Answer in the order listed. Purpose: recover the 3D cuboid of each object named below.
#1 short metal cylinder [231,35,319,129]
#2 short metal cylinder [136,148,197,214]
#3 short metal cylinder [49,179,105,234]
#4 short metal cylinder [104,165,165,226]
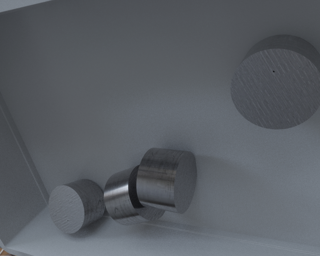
[{"bbox_3d":[0.115,-0.045,0.303,0.080,0.050,0.079,13,124,20],"label":"short metal cylinder"},{"bbox_3d":[0.011,0.068,0.408,0.050,0.080,0.079,4,120,26],"label":"short metal cylinder"},{"bbox_3d":[-0.142,0.131,0.527,0.080,0.050,0.079,2,95,29],"label":"short metal cylinder"},{"bbox_3d":[-0.033,0.097,0.449,0.050,0.080,0.080,-24,106,36],"label":"short metal cylinder"}]
